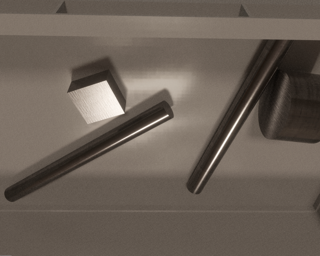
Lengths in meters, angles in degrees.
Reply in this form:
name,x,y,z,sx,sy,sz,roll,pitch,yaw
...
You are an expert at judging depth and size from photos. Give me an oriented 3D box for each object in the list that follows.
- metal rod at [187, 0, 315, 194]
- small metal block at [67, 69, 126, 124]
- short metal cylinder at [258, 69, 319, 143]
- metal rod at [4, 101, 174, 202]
name,x,y,z,sx,sy,sz,roll,pitch,yaw
metal rod,0.098,-0.014,0.398,0.025,0.025,0.298,13,129,-11
small metal block,-0.075,-0.037,0.376,0.050,0.025,0.050,-16,129,12
short metal cylinder,0.154,-0.024,0.355,0.050,0.080,0.079,6,130,-6
metal rod,-0.114,0.041,0.442,0.300,0.025,0.025,-28,125,21
